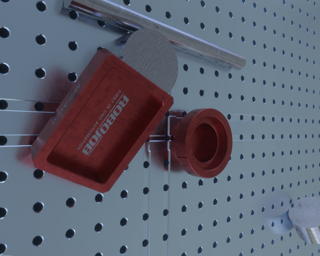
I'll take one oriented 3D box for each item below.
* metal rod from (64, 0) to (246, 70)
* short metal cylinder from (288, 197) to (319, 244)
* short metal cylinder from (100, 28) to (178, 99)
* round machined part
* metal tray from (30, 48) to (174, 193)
[{"bbox_3d":[0.019,-0.124,0.424,0.302,0.025,0.025,7,85,-40],"label":"metal rod"},{"bbox_3d":[0.313,0.188,0.636,0.080,0.080,0.050,-47,118,-30],"label":"short metal cylinder"},{"bbox_3d":[-0.025,-0.073,0.372,0.081,0.050,0.080,0,90,-40],"label":"short metal cylinder"},{"bbox_3d":[0.057,0.021,0.446,0.099,0.042,0.097,0,90,-40],"label":"round machined part"},{"bbox_3d":[-0.058,-0.003,0.321,0.090,0.030,0.130,32,97,-36],"label":"metal tray"}]
